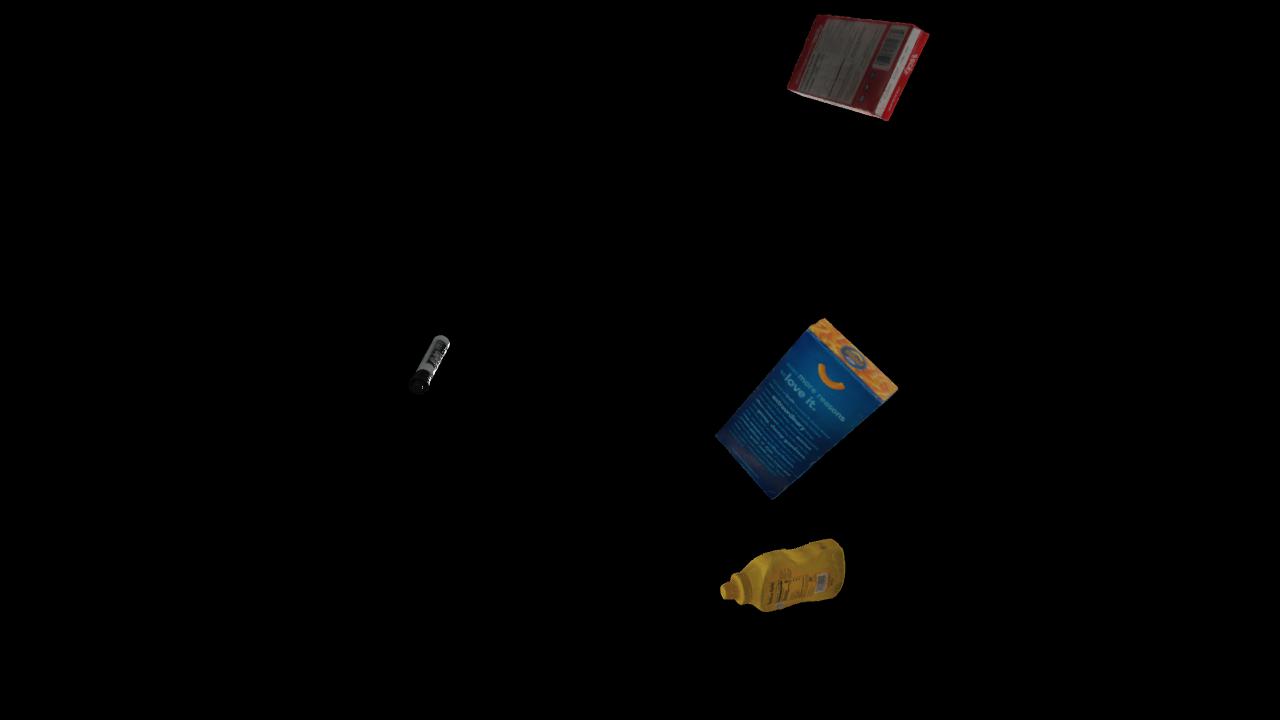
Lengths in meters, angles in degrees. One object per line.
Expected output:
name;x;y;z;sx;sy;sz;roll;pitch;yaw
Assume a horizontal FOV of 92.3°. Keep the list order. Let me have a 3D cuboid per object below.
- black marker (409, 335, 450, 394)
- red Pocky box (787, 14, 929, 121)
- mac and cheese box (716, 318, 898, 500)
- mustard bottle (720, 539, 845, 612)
black marker;-0.218;0.004;0.638;0.020;0.020;0.121;0;23;-6
red Pocky box;0.220;-0.307;0.639;0.028;0.083;0.155;7;27;-28
mac and cheese box;0.153;0.054;0.602;0.041;0.093;0.184;-26;-22;-40
mustard bottle;0.198;0.309;0.866;0.184;0.092;0.054;-5;27;-19
